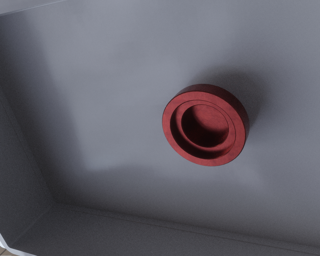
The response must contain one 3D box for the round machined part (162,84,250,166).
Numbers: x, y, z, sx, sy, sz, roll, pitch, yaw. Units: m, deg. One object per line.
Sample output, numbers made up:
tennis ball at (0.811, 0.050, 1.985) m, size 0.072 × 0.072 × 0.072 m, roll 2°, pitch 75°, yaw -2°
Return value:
round machined part at (0.056, -0.007, 0.365) m, size 0.098 × 0.042 × 0.097 m, roll 13°, pitch 124°, yaw 21°
